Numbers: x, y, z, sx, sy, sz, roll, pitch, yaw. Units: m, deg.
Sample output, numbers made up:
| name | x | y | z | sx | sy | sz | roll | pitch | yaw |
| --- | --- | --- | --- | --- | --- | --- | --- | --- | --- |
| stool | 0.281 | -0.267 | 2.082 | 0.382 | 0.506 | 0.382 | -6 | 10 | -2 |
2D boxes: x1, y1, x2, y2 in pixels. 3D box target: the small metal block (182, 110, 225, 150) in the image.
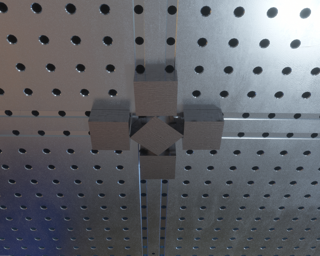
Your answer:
| name | x | y | z | sx | sy | sz | roll | pitch | yaw |
| --- | --- | --- | --- | --- | --- | --- | --- | --- | --- |
| small metal block | 0.056 | 0.003 | 0.415 | 0.050 | 0.025 | 0.050 | 0 | 130 | 0 |

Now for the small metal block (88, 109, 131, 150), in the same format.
| name | x | y | z | sx | sy | sz | roll | pitch | yaw |
| --- | --- | --- | --- | --- | --- | --- | --- | --- | --- |
| small metal block | -0.065 | 0.003 | 0.413 | 0.050 | 0.025 | 0.050 | 1 | 130 | -2 |

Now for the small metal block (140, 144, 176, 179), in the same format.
| name | x | y | z | sx | sy | sz | roll | pitch | yaw |
| --- | --- | --- | --- | --- | --- | --- | --- | --- | --- |
| small metal block | -0.003 | 0.049 | 0.453 | 0.050 | 0.025 | 0.050 | 0 | 130 | -1 |

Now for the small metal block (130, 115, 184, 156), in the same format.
| name | x | y | z | sx | sy | sz | roll | pitch | yaw |
| --- | --- | --- | --- | --- | --- | --- | --- | --- | --- |
| small metal block | -0.004 | 0.004 | 0.414 | 0.050 | 0.025 | 0.050 | 35 | 122 | -26 |

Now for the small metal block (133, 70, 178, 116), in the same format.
| name | x | y | z | sx | sy | sz | roll | pitch | yaw |
| --- | --- | --- | --- | --- | --- | --- | --- | --- | --- |
| small metal block | -0.005 | -0.042 | 0.376 | 0.050 | 0.025 | 0.050 | -1 | 130 | 0 |
